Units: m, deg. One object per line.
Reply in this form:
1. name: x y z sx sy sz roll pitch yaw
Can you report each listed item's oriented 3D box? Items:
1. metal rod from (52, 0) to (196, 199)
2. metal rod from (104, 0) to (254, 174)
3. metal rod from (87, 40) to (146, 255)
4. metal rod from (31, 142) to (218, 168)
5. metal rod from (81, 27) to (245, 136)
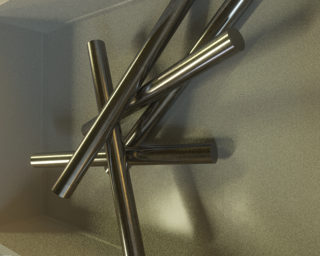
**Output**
1. metal rod: -0.040 -0.047 0.376 0.025 0.025 0.299 33 90 35
2. metal rod: 0.010 -0.041 0.399 0.298 0.025 0.025 -52 60 27
3. metal rod: -0.058 0.023 0.396 0.025 0.025 0.299 -25 70 37
4. metal rod: -0.068 0.040 0.429 0.300 0.025 0.025 -5 87 29
5. metal rod: -0.023 -0.039 0.396 0.299 0.025 0.025 -25 74 46
